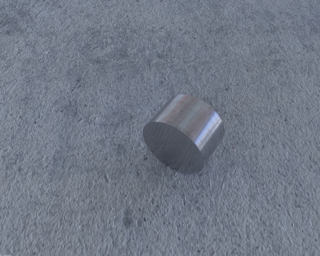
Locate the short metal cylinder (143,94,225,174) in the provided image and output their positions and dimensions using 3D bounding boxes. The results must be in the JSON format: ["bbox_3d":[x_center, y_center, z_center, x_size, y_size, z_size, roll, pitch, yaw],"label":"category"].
[{"bbox_3d":[0.027,0.008,0.361,0.080,0.080,0.050,27,55,21],"label":"short metal cylinder"}]
